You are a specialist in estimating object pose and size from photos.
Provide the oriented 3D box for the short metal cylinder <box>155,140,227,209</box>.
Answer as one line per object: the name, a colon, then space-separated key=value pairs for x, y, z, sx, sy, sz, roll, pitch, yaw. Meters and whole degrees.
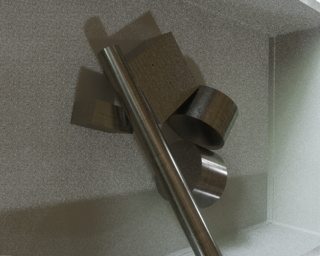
short metal cylinder: x=0.040 y=0.061 z=0.407 sx=0.050 sy=0.080 sz=0.080 roll=25 pitch=74 yaw=-38

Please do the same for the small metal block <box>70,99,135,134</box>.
small metal block: x=-0.062 y=-0.011 z=0.340 sx=0.050 sy=0.050 sz=0.025 roll=16 pitch=80 yaw=-39

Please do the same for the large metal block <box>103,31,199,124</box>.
large metal block: x=-0.009 y=-0.060 z=0.385 sx=0.080 sy=0.050 sz=0.080 roll=-45 pitch=118 yaw=-31

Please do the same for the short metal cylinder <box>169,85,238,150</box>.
short metal cylinder: x=0.059 y=-0.013 z=0.423 sx=0.080 sy=0.080 sz=0.050 roll=45 pitch=63 yaw=-31

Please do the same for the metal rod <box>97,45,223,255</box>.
metal rod: x=0.012 y=0.054 z=0.319 sx=0.025 sy=0.025 sz=0.299 roll=-25 pitch=89 yaw=-37
